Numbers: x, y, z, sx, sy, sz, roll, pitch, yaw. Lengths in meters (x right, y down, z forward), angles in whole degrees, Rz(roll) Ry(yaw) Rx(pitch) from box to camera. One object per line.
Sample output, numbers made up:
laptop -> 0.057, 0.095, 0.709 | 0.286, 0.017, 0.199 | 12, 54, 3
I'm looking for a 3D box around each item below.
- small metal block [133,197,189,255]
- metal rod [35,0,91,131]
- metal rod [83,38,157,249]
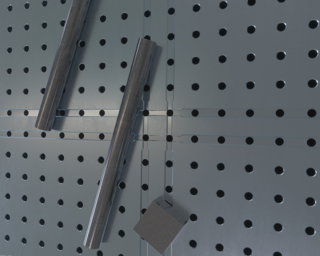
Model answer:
small metal block -> 0.001, 0.129, 0.412 | 0.050, 0.025, 0.050 | 37, 102, 16
metal rod -> -0.131, -0.140, 0.458 | 0.025, 0.025, 0.298 | 21, 97, 18
metal rod -> -0.057, 0.025, 0.432 | 0.025, 0.025, 0.298 | 18, 96, 19
